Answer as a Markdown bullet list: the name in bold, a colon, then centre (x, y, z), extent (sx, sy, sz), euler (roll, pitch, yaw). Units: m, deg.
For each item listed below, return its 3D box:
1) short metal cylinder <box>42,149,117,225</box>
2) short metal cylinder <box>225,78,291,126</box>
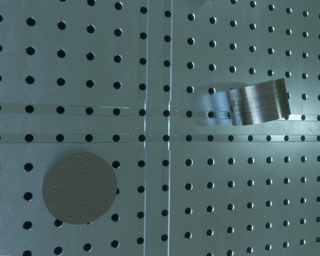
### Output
- **short metal cylinder**: centre (-0.096, 0.066, 0.365), extent (0.081, 0.050, 0.079), euler (0, 90, -21)
- **short metal cylinder**: centre (0.137, -0.037, 0.436), extent (0.081, 0.080, 0.050), euler (-15, 95, -20)
